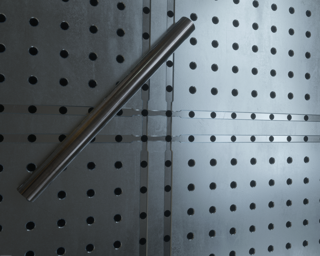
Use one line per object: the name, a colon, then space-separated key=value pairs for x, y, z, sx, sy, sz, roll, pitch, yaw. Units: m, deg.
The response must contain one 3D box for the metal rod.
metal rod: x=-0.058 y=-0.033 z=0.390 sx=0.025 sy=0.025 sz=0.300 roll=45 pitch=76 yaw=-15
